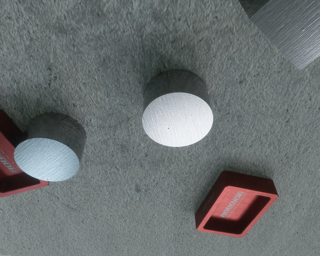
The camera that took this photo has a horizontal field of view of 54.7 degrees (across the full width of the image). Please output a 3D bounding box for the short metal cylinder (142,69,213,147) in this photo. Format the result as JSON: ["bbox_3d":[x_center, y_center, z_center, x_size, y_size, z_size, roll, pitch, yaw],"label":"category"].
[{"bbox_3d":[0.020,-0.023,0.371,0.081,0.050,0.079,0,130,0],"label":"short metal cylinder"}]

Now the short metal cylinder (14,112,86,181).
[{"bbox_3d":[-0.143,0.026,0.411,0.081,0.050,0.079,0,130,0],"label":"short metal cylinder"}]

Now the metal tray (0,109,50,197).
[{"bbox_3d":[-0.225,0.040,0.435,0.090,0.030,0.130,-16,129,13],"label":"metal tray"}]

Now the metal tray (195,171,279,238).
[{"bbox_3d":[0.123,0.131,0.516,0.091,0.030,0.129,12,129,-11],"label":"metal tray"}]

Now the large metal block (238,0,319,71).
[{"bbox_3d":[0.136,-0.116,0.293,0.080,0.050,0.080,34,122,-26],"label":"large metal block"}]
